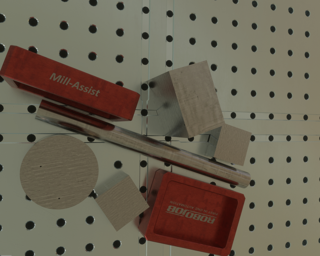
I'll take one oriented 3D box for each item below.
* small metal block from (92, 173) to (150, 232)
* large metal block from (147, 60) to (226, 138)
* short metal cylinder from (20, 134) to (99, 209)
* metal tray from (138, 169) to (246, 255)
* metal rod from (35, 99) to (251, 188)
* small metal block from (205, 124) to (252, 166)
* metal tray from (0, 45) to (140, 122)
[{"bbox_3d":[-0.050,0.093,0.395,0.050,0.025,0.050,-34,101,-17],"label":"small metal block"},{"bbox_3d":[0.031,-0.034,0.396,0.050,0.080,0.080,-20,97,-19],"label":"large metal block"},{"bbox_3d":[-0.115,0.047,0.356,0.081,0.050,0.080,0,90,-20],"label":"short metal cylinder"},{"bbox_3d":[0.046,0.117,0.426,0.131,0.030,0.090,19,84,-19],"label":"metal tray"},{"bbox_3d":[-0.008,0.028,0.410,0.302,0.025,0.025,20,83,-19],"label":"metal rod"},{"bbox_3d":[0.099,0.024,0.449,0.050,0.025,0.050,18,84,-19],"label":"small metal block"},{"bbox_3d":[-0.097,-0.042,0.341,0.131,0.090,0.030,20,84,-19],"label":"metal tray"}]
